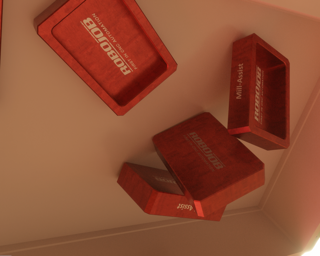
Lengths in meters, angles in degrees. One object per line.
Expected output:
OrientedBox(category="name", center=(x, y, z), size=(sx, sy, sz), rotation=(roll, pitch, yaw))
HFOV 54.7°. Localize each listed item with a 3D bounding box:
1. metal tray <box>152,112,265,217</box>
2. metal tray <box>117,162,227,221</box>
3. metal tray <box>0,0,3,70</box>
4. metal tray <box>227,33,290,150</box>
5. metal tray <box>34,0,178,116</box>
OrientedBox(category="metal tray", center=(0.056, 0.038, 0.392), size=(0.091, 0.130, 0.030), rotation=(-25, 129, -10))
OrientedBox(category="metal tray", center=(0.018, 0.088, 0.427), size=(0.131, 0.090, 0.030), rotation=(17, 97, -35))
OrientedBox(category="metal tray", center=(-0.185, -0.070, 0.260), size=(0.091, 0.030, 0.129), rotation=(1, 118, -29))
OrientedBox(category="metal tray", center=(0.131, -0.044, 0.400), size=(0.091, 0.030, 0.130), rotation=(20, 69, -36))
OrientedBox(category="metal tray", center=(-0.050, -0.085, 0.325), size=(0.090, 0.030, 0.130), rotation=(-41, 130, 0))
